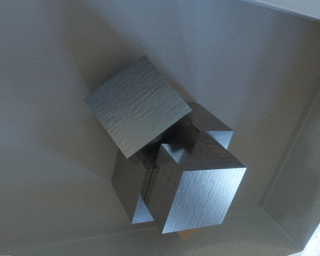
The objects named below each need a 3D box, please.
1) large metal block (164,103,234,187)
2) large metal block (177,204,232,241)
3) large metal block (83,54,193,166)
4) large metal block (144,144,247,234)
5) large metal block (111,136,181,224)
[{"bbox_3d":[0.039,0.019,0.403,0.050,0.080,0.079,1,118,-29],"label":"large metal block"},{"bbox_3d":[0.045,0.106,0.452,0.080,0.080,0.050,-36,94,-5],"label":"large metal block"},{"bbox_3d":[-0.021,-0.018,0.339,0.080,0.080,0.050,-37,164,-4],"label":"large metal block"},{"bbox_3d":[0.037,0.065,0.346,0.081,0.050,0.079,2,118,-29],"label":"large metal block"},{"bbox_3d":[-0.019,0.062,0.399,0.050,0.080,0.079,1,118,-29],"label":"large metal block"}]
